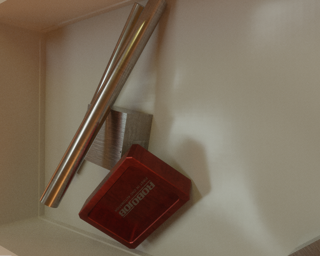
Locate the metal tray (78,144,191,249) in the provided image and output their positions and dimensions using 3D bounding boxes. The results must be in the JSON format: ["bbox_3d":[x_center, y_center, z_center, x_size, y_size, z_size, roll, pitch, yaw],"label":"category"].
[{"bbox_3d":[-0.034,0.092,0.396,0.090,0.030,0.129,35,119,-10],"label":"metal tray"}]

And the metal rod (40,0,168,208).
[{"bbox_3d":[-0.072,-0.036,0.402,0.025,0.025,0.299,27,87,36],"label":"metal rod"}]

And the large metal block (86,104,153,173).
[{"bbox_3d":[-0.062,0.013,0.439,0.080,0.050,0.079,15,99,38],"label":"large metal block"}]

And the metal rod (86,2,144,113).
[{"bbox_3d":[-0.091,-0.045,0.478,0.025,0.025,0.298,43,116,31],"label":"metal rod"}]

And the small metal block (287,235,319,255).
[{"bbox_3d":[0.155,0.124,0.278,0.050,0.025,0.050,-46,63,30],"label":"small metal block"}]
